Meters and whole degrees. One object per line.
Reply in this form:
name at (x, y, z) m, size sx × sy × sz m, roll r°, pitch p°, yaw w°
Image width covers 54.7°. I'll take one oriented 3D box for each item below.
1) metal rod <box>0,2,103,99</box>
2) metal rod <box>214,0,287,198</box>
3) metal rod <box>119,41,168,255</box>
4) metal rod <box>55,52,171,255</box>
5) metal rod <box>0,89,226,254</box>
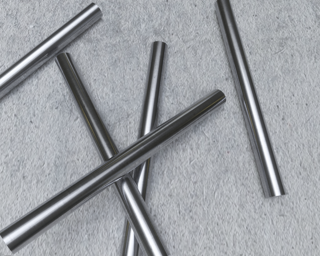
metal rod at (-0.199, -0.078, 0.434) m, size 0.025 × 0.025 × 0.301 m, roll 41°, pitch 75°, yaw 13°
metal rod at (0.120, -0.055, 0.429) m, size 0.025 × 0.025 × 0.299 m, roll -8°, pitch 70°, yaw -3°
metal rod at (-0.018, 0.020, 0.400) m, size 0.025 × 0.025 × 0.299 m, roll 7°, pitch 70°, yaw 2°
metal rod at (-0.069, 0.020, 0.382) m, size 0.025 × 0.025 × 0.299 m, roll -26°, pitch 66°, yaw -9°
metal rod at (-0.029, 0.031, 0.353) m, size 0.302 × 0.025 × 0.025 m, roll -34°, pitch 73°, yaw -29°
